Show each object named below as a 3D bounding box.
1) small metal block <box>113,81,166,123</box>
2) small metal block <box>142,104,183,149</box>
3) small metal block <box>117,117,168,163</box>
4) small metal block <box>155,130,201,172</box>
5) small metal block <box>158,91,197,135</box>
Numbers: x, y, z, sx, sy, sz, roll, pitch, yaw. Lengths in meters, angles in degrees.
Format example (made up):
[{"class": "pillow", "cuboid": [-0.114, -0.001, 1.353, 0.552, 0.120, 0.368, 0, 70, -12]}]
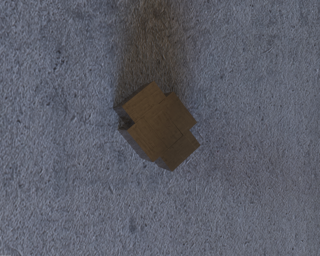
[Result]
[{"class": "small metal block", "cuboid": [-0.027, -0.031, 0.387, 0.050, 0.050, 0.025, -41, 104, -16]}, {"class": "small metal block", "cuboid": [-0.005, -0.002, 0.396, 0.025, 0.050, 0.050, -42, 104, -15]}, {"class": "small metal block", "cuboid": [-0.023, 0.014, 0.389, 0.025, 0.050, 0.050, -42, 104, -15]}, {"class": "small metal block", "cuboid": [0.017, 0.028, 0.404, 0.050, 0.050, 0.025, -41, 104, -16]}, {"class": "small metal block", "cuboid": [0.014, -0.018, 0.402, 0.025, 0.050, 0.050, -43, 104, -15]}]
